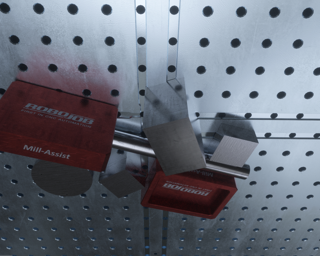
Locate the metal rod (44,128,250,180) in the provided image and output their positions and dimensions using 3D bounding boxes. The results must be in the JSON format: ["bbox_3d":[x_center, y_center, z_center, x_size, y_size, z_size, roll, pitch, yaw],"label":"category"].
[{"bbox_3d":[-0.013,0.028,0.435,0.302,0.025,0.025,15,129,-13],"label":"metal rod"}]

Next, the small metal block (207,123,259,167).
[{"bbox_3d":[0.101,0.025,0.433,0.050,0.025,0.050,13,129,-11],"label":"small metal block"}]

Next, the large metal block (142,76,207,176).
[{"bbox_3d":[0.018,-0.002,0.375,0.050,0.080,0.080,-14,129,12],"label":"large metal block"}]

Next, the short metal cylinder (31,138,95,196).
[{"bbox_3d":[-0.132,0.052,0.437,0.081,0.050,0.079,0,130,0],"label":"short metal cylinder"}]

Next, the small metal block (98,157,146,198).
[{"bbox_3d":[-0.058,0.077,0.478,0.050,0.025,0.050,-26,126,20],"label":"small metal block"}]

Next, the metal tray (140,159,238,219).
[{"bbox_3d":[0.044,0.098,0.491,0.131,0.030,0.089,14,129,-12],"label":"metal tray"}]

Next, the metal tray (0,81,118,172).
[{"bbox_3d":[-0.120,-0.004,0.363,0.131,0.090,0.030,14,129,-12],"label":"metal tray"}]
